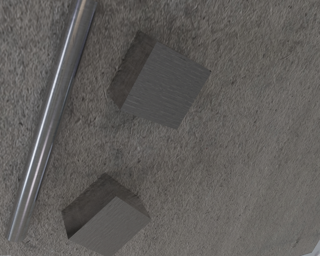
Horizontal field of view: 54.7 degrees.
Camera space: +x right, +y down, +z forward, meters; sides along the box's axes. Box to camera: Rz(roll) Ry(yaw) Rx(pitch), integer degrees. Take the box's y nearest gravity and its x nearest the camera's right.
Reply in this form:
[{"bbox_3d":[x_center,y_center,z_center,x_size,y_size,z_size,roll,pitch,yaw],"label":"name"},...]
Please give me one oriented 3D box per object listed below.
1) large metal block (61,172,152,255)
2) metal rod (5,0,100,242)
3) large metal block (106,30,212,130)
[{"bbox_3d":[-0.073,0.121,0.426,0.080,0.050,0.080,-43,130,1],"label":"large metal block"},{"bbox_3d":[-0.125,0.006,0.341,0.025,0.025,0.298,11,113,-33],"label":"metal rod"},{"bbox_3d":[-0.002,-0.053,0.357,0.080,0.050,0.080,19,108,-36],"label":"large metal block"}]
